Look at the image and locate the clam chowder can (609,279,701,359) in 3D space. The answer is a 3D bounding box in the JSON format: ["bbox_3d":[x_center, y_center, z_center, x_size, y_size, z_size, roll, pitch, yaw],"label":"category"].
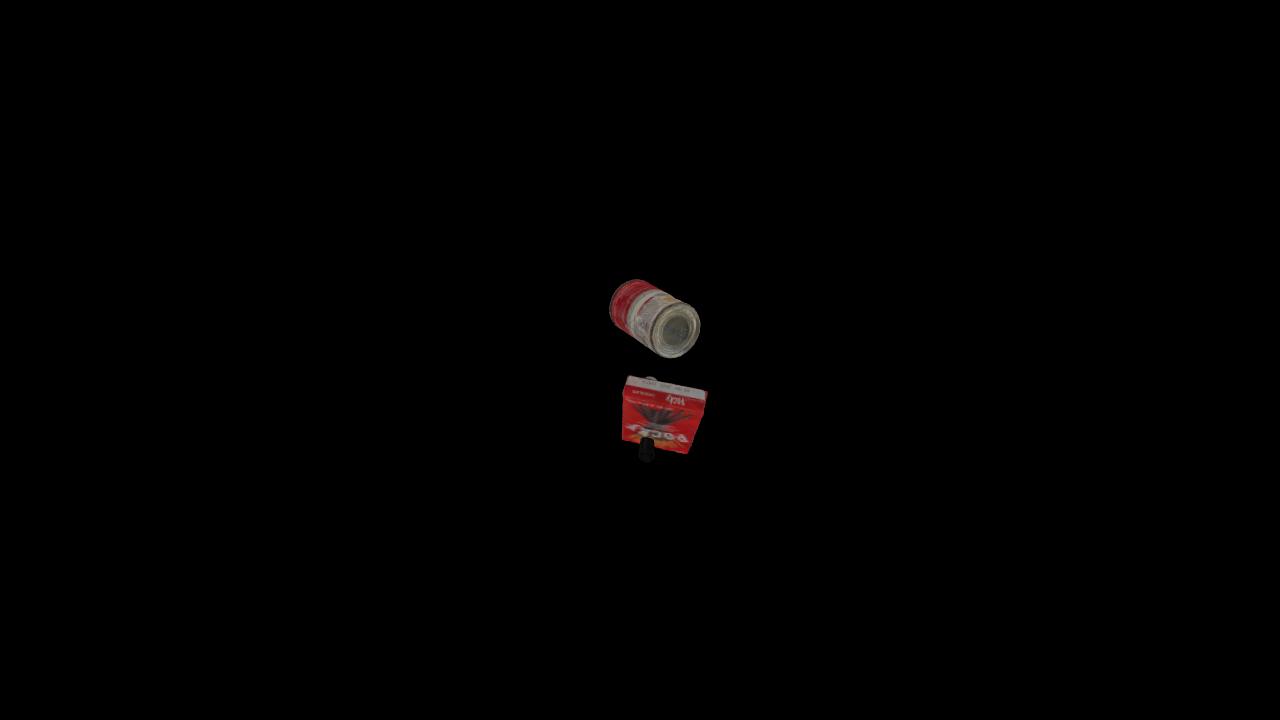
[{"bbox_3d":[0.016,-0.050,0.724,0.068,0.068,0.102,0,21,-31],"label":"clam chowder can"}]

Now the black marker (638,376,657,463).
[{"bbox_3d":[0.010,0.069,0.722,0.020,0.020,0.121,2,45,2],"label":"black marker"}]

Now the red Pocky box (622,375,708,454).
[{"bbox_3d":[0.023,0.063,0.667,0.083,0.028,0.155,11,-23,3],"label":"red Pocky box"}]
